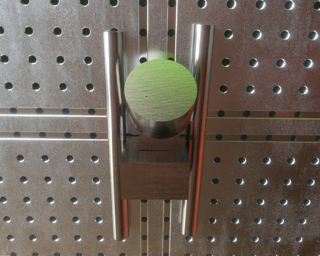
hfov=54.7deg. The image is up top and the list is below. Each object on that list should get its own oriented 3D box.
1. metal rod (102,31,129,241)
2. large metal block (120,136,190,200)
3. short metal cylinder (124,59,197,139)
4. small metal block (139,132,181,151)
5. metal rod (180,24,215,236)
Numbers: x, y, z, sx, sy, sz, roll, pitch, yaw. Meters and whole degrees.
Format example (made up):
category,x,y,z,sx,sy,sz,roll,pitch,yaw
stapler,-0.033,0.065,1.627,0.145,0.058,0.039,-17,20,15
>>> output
category,x,y,z,sx,sy,sz,roll,pitch,yaw
metal rod,-0.058,0.024,0.422,0.025,0.025,0.298,1,110,0
large metal block,-0.006,0.049,0.399,0.081,0.080,0.050,1,110,-1
short metal cylinder,0.001,-0.033,0.365,0.081,0.050,0.080,1,66,-1
small metal block,-0.001,0.007,0.402,0.050,0.050,0.025,1,110,-1
metal rod,0.048,0.017,0.420,0.025,0.025,0.298,2,110,-1
